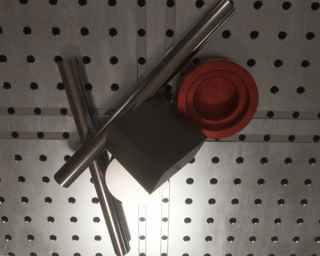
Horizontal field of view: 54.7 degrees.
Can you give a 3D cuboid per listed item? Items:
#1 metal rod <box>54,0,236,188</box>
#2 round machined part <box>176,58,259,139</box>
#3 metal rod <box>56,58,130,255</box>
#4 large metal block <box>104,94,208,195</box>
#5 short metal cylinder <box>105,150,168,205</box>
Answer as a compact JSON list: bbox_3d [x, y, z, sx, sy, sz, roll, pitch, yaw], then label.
[{"bbox_3d":[-0.024,-0.038,0.382,0.025,0.025,0.300,42,98,-14],"label":"metal rod"},{"bbox_3d":[0.069,-0.039,0.391,0.099,0.042,0.097,0,110,0],"label":"round machined part"},{"bbox_3d":[-0.086,0.053,0.431,0.025,0.025,0.298,-10,110,3],"label":"metal rod"},{"bbox_3d":[-0.005,0.017,0.366,0.080,0.081,0.050,44,141,15],"label":"large metal block"},{"bbox_3d":[-0.030,0.057,0.421,0.081,0.050,0.079,0,110,0],"label":"short metal cylinder"}]
